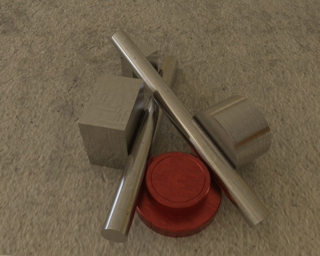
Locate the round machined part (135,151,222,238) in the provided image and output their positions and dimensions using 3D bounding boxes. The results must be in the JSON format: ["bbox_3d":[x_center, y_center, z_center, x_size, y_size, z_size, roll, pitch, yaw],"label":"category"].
[{"bbox_3d":[0.019,0.065,0.340,0.099,0.042,0.098,0,50,0],"label":"round machined part"}]

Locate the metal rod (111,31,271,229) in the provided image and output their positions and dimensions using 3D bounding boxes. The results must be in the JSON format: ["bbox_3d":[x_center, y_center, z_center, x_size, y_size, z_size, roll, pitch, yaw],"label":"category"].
[{"bbox_3d":[0.022,-0.016,0.374,0.025,0.025,0.300,-26,64,-20],"label":"metal rod"}]

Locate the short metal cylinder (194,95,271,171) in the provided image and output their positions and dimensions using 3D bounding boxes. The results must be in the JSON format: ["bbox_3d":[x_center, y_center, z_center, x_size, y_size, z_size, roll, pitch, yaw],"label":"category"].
[{"bbox_3d":[0.082,0.008,0.364,0.050,0.080,0.080,-26,55,-20],"label":"short metal cylinder"}]

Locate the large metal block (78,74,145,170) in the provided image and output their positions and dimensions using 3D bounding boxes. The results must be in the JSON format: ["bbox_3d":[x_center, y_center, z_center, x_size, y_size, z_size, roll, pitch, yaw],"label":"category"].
[{"bbox_3d":[-0.053,-0.006,0.373,0.050,0.080,0.080,9,51,7],"label":"large metal block"}]

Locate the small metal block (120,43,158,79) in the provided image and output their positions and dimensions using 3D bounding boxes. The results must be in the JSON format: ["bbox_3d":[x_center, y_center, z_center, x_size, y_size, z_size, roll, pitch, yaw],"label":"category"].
[{"bbox_3d":[-0.030,-0.091,0.464,0.025,0.050,0.050,38,59,27],"label":"small metal block"}]

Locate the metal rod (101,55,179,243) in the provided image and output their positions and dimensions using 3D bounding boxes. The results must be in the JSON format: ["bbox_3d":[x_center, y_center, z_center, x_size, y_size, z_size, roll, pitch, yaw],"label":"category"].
[{"bbox_3d":[-0.012,-0.003,0.388,0.025,0.025,0.300,9,44,7],"label":"metal rod"}]
